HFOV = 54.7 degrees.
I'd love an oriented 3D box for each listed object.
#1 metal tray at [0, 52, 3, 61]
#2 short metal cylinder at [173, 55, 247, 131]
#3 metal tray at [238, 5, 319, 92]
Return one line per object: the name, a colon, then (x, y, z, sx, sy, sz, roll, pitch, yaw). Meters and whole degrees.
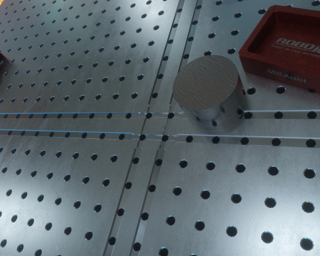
metal tray: (-0.432, -0.138, 0.711, 0.130, 0.030, 0.090, -1, 61, 27)
short metal cylinder: (0.062, -0.043, 0.385, 0.080, 0.050, 0.080, -13, 56, 20)
metal tray: (0.174, -0.097, 0.373, 0.130, 0.030, 0.090, 27, 76, 37)
